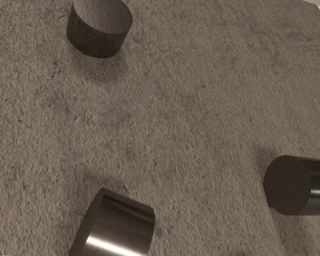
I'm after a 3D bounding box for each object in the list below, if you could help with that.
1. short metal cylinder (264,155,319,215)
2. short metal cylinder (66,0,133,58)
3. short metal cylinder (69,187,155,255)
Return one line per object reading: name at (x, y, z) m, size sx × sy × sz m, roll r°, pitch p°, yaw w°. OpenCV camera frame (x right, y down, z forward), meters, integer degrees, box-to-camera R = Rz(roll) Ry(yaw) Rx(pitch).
short metal cylinder at (0.191, 0.079, 0.426) m, size 0.050 × 0.080 × 0.080 m, roll 8°, pitch 58°, yaw -24°
short metal cylinder at (-0.085, -0.145, 0.432) m, size 0.081 × 0.050 × 0.080 m, roll 14°, pitch 56°, yaw -21°
short metal cylinder at (-0.046, 0.101, 0.283) m, size 0.050 × 0.080 × 0.080 m, roll 26°, pitch 53°, yaw -13°
